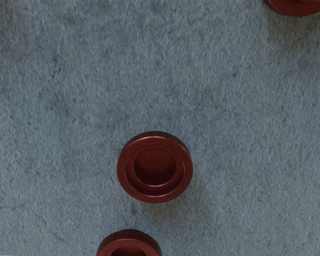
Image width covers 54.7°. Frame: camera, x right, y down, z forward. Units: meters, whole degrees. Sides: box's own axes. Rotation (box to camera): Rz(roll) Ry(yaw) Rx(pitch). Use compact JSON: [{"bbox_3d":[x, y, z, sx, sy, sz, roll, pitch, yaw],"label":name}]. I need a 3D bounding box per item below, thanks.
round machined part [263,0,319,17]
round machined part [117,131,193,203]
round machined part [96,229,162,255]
[{"bbox_3d":[0.161,-0.173,0.339,0.099,0.042,0.097,0,110,-1],"label":"round machined part"},{"bbox_3d":[-0.007,0.049,0.419,0.099,0.042,0.097,0,110,-1],"label":"round machined part"},{"bbox_3d":[-0.046,0.194,0.472,0.099,0.042,0.097,0,110,-1],"label":"round machined part"}]
